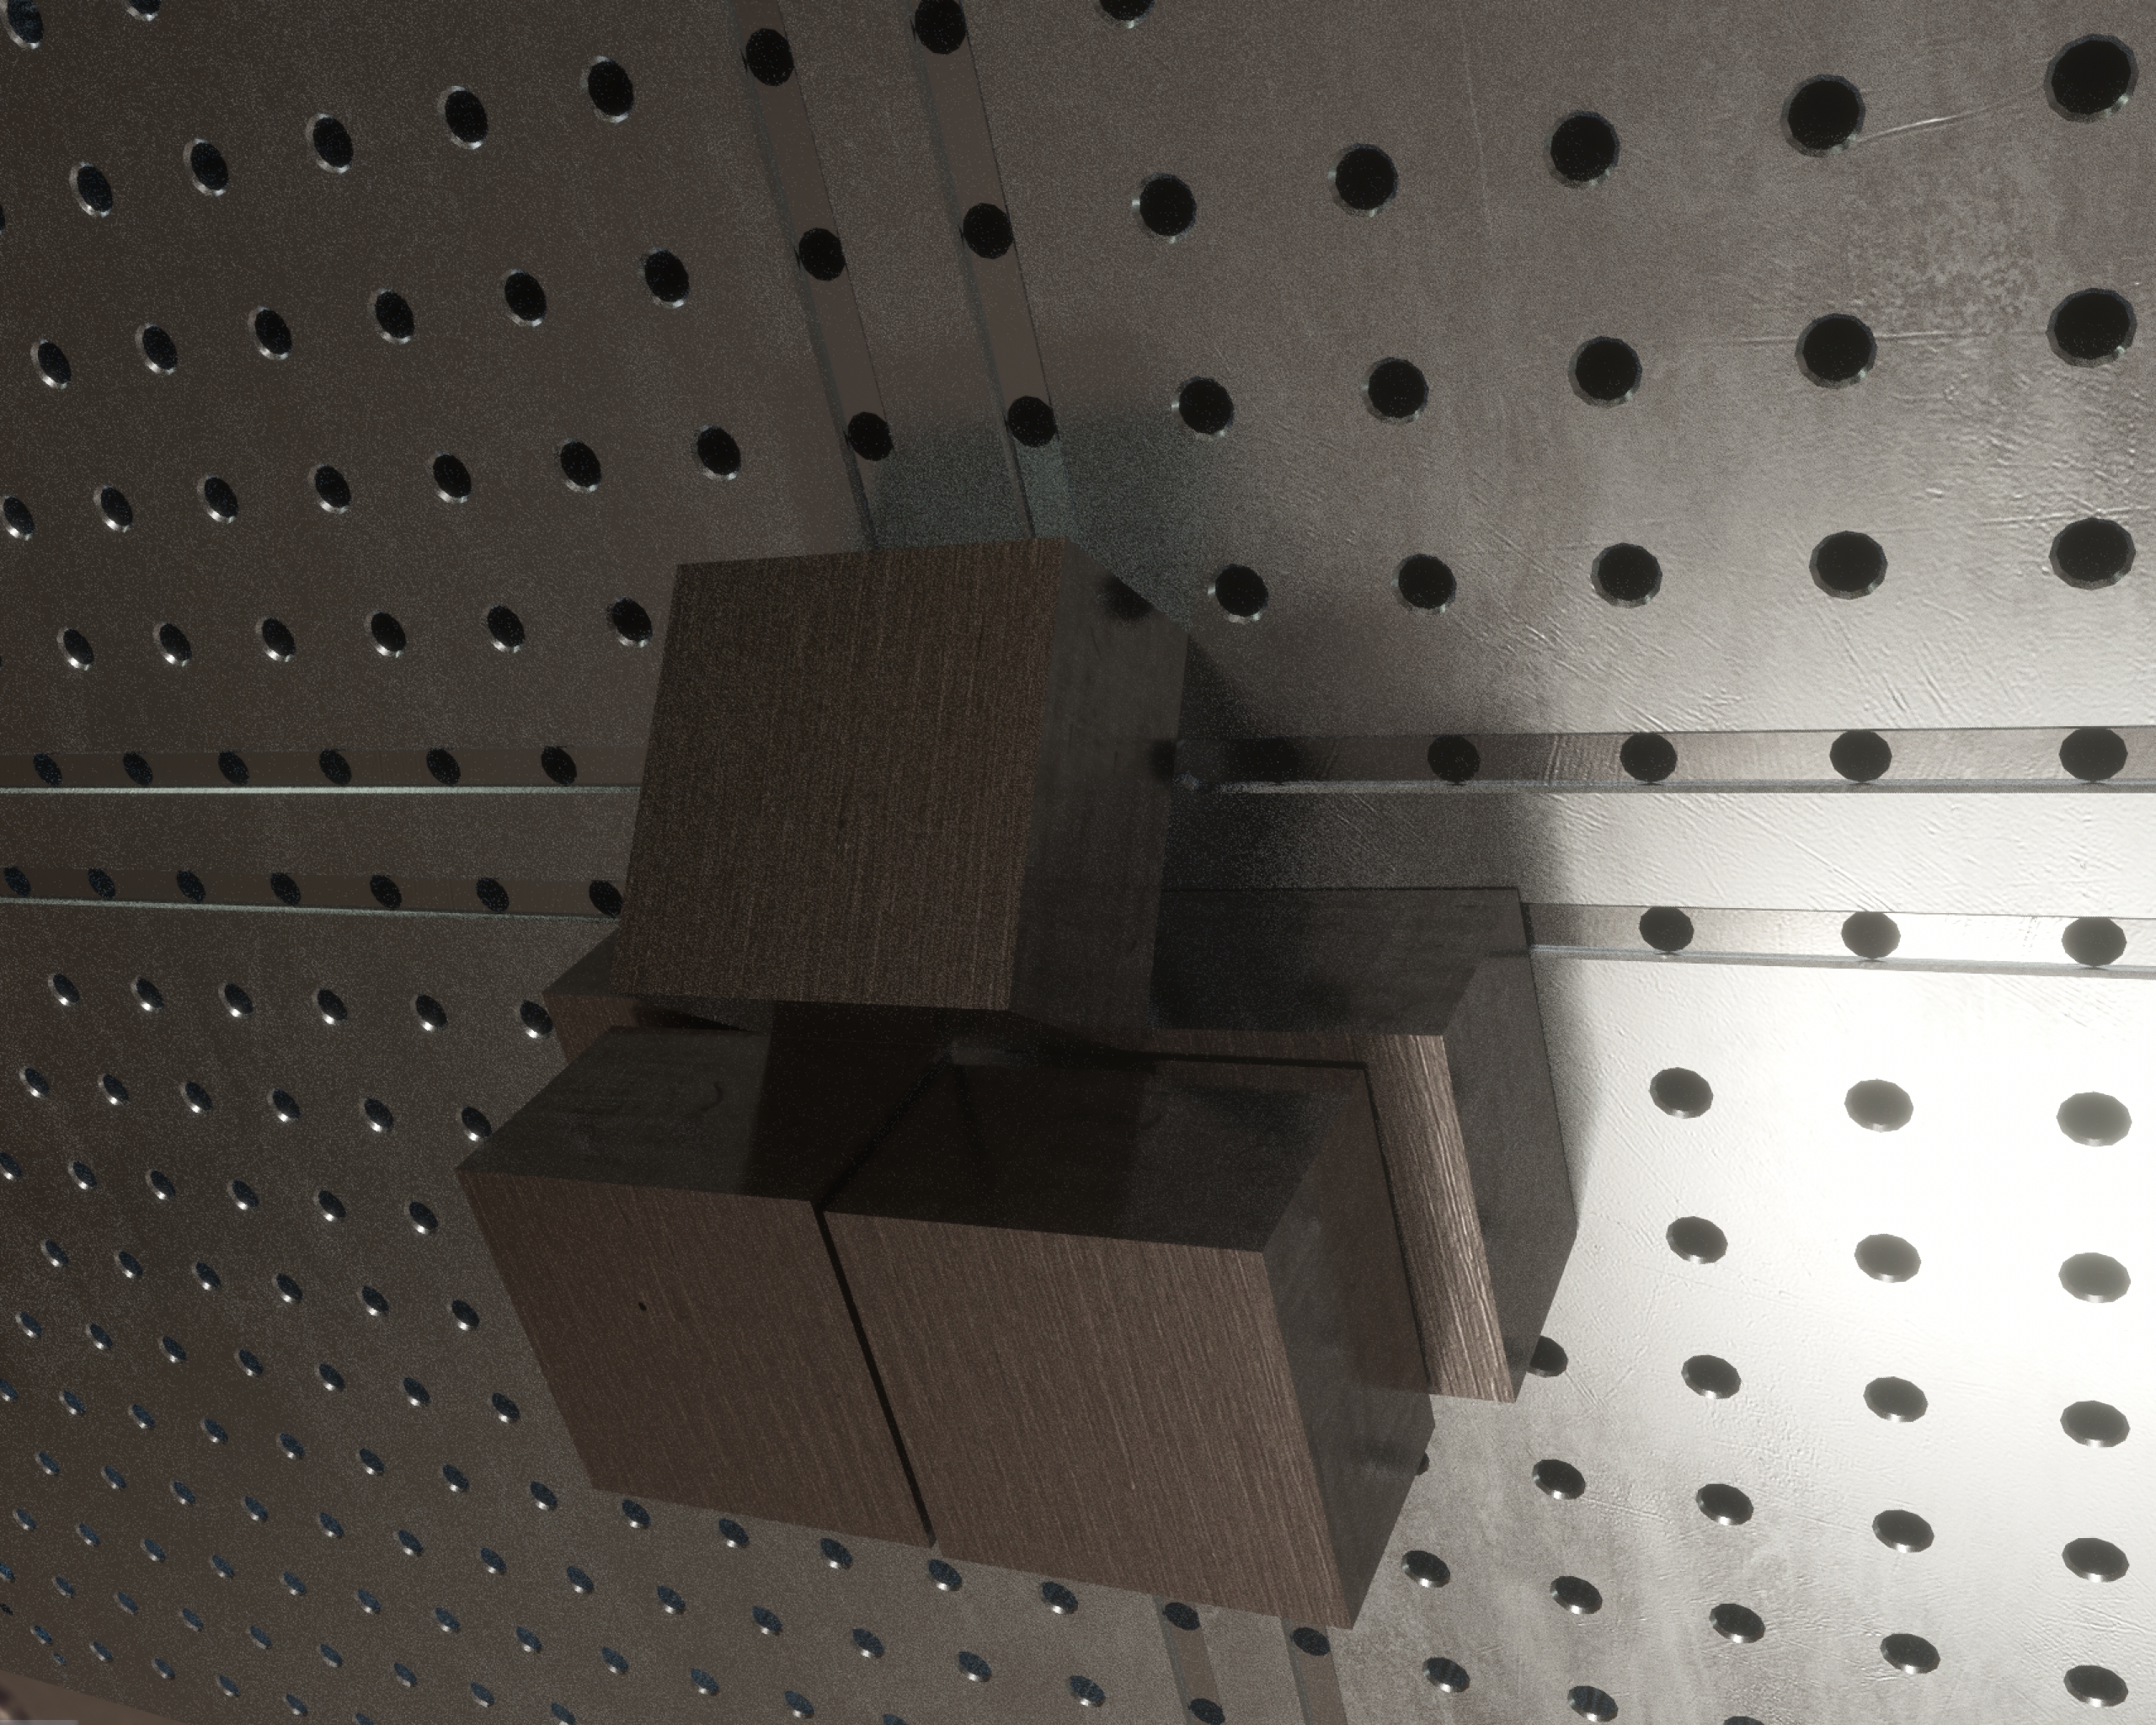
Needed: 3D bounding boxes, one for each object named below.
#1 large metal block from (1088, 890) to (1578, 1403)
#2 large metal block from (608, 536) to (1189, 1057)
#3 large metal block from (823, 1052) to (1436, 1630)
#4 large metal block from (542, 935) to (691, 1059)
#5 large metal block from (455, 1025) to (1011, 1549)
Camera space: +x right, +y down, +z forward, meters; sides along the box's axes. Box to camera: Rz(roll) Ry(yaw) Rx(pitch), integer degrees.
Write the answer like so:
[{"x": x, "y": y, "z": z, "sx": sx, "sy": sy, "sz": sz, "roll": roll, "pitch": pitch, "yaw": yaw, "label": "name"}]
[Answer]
[{"x": 0.045, "y": 0.052, "z": 0.402, "sx": 0.080, "sy": 0.050, "sz": 0.080, "roll": -1, "pitch": 118, "yaw": 28, "label": "large metal block"}, {"x": -0.031, "y": -0.010, "z": 0.377, "sx": 0.080, "sy": 0.050, "sz": 0.080, "roll": 0, "pitch": 77, "yaw": 27, "label": "large metal block"}, {"x": 0.012, "y": 0.082, "z": 0.371, "sx": 0.080, "sy": 0.050, "sz": 0.080, "roll": 0, "pitch": 119, "yaw": 28, "label": "large metal block"}, {"x": -0.058, "y": 0.051, "z": 0.456, "sx": 0.080, "sy": 0.050, "sz": 0.079, "roll": 2, "pitch": 119, "yaw": 27, "label": "large metal block"}, {"x": -0.061, "y": 0.080, "z": 0.407, "sx": 0.080, "sy": 0.050, "sz": 0.080, "roll": 0, "pitch": 119, "yaw": 28, "label": "large metal block"}]
